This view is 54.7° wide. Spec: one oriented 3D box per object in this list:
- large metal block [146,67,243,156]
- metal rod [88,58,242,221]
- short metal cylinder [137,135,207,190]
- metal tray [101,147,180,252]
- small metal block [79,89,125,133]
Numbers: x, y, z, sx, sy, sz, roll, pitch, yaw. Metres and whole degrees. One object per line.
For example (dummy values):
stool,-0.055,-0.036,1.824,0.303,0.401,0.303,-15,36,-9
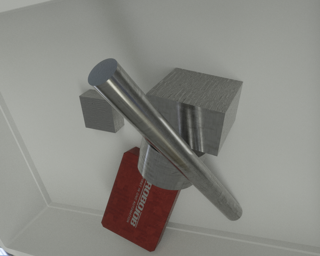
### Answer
large metal block,0.038,-0.022,0.339,0.080,0.080,0.050,16,125,19
metal rod,0.031,0.039,0.323,0.025,0.025,0.300,-6,146,30
short metal cylinder,0.015,0.030,0.382,0.080,0.080,0.050,23,127,14
metal tray,-0.025,0.104,0.453,0.090,0.030,0.129,23,107,13
small metal block,-0.081,-0.024,0.434,0.050,0.025,0.050,10,123,22
